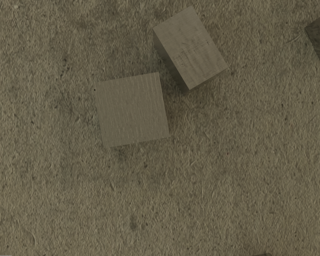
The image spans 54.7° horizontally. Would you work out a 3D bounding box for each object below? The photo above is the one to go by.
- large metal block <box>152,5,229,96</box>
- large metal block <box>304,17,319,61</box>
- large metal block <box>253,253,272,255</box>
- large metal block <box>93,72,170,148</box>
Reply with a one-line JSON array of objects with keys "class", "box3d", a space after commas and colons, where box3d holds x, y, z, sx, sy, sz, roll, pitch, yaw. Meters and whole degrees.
[{"class": "large metal block", "box3d": [0.034, -0.089, 0.382, 0.050, 0.080, 0.080, -31, 90, 0]}, {"class": "large metal block", "box3d": [0.244, -0.132, 0.384, 0.080, 0.080, 0.050, -25, 90, 0]}, {"class": "large metal block", "box3d": [0.132, 0.214, 0.383, 0.050, 0.080, 0.080, -10, 90, 0]}, {"class": "large metal block", "box3d": [-0.034, -0.022, 0.397, 0.080, 0.050, 0.080, -10, 90, 0]}]
